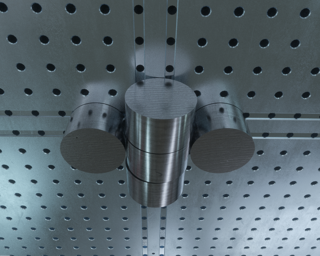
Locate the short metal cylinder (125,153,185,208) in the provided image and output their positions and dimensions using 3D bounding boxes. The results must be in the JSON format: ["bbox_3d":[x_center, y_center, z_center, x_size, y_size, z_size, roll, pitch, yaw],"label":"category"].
[{"bbox_3d":[-0.006,0.062,0.427,0.081,0.080,0.050,1,130,-1],"label":"short metal cylinder"}]

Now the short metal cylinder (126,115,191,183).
[{"bbox_3d":[-0.002,0.023,0.394,0.081,0.080,0.050,2,130,-2],"label":"short metal cylinder"}]

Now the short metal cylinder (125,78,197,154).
[{"bbox_3d":[0.000,-0.016,0.361,0.081,0.080,0.050,2,130,-2],"label":"short metal cylinder"}]

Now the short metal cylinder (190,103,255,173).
[{"bbox_3d":[0.078,0.014,0.408,0.081,0.050,0.079,0,130,0],"label":"short metal cylinder"}]

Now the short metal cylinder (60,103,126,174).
[{"bbox_3d":[-0.084,0.014,0.405,0.081,0.050,0.079,0,130,0],"label":"short metal cylinder"}]
